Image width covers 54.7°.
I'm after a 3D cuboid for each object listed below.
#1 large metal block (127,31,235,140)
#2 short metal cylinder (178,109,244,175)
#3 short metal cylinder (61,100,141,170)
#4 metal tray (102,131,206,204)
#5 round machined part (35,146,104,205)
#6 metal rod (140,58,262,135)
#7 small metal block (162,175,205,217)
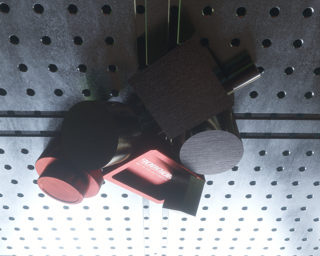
[{"bbox_3d":[0.025,-0.046,0.341,0.080,0.050,0.080,-30,105,23],"label":"large metal block"},{"bbox_3d":[0.065,0.017,0.409,0.081,0.050,0.079,0,130,0],"label":"short metal cylinder"},{"bbox_3d":[-0.070,0.007,0.373,0.080,0.050,0.079,2,94,25],"label":"short metal cylinder"},{"bbox_3d":[-0.006,0.062,0.442,0.090,0.030,0.130,-30,137,23],"label":"metal tray"},{"bbox_3d":[-0.134,0.074,0.445,0.098,0.042,0.097,11,137,11],"label":"round machined part"},{"bbox_3d":[-0.009,-0.001,0.413,0.300,0.025,0.025,-30,124,23],"label":"metal rod"},{"bbox_3d":[0.033,0.094,0.437,0.025,0.050,0.050,27,160,-23],"label":"small metal block"}]
